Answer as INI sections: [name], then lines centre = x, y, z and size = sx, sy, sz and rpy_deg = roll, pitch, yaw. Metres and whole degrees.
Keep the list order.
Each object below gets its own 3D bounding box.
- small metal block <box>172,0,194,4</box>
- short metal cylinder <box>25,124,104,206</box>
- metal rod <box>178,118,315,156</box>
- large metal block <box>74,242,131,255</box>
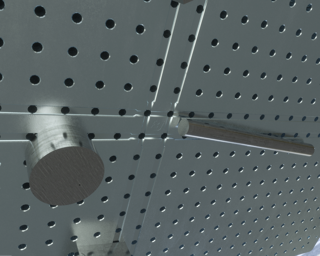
[small metal block]
centre = 0.017, -0.156, 0.307
size = 0.025, 0.050, 0.050
rpy_deg = -28, 128, -11
[short metal cylinder]
centre = -0.111, 0.042, 0.360
size = 0.081, 0.050, 0.079
rpy_deg = -14, 124, -21
[metal rod]
centre = 0.158, 0.020, 0.509
size = 0.302, 0.025, 0.025
rpy_deg = 10, 114, -33
[large metal block]
centre = -0.095, 0.230, 0.486
size = 0.081, 0.050, 0.079
rpy_deg = 8, 115, -32
